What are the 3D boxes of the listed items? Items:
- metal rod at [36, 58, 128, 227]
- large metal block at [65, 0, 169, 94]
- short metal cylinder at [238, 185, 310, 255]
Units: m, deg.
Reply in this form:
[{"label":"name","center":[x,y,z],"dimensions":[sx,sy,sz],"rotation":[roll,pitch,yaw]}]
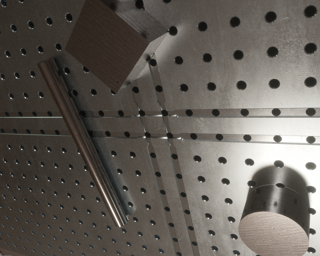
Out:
[{"label":"metal rod","center":[-0.115,0.036,0.491],"dimensions":[0.025,0.025,0.298],"rotation":[-6,116,30]},{"label":"large metal block","center":[-0.051,-0.101,0.358],"dimensions":[0.080,0.050,0.080],"rotation":[41,129,0]},{"label":"short metal cylinder","center":[0.145,0.119,0.392],"dimensions":[0.080,0.050,0.079],"rotation":[13,124,20]}]
